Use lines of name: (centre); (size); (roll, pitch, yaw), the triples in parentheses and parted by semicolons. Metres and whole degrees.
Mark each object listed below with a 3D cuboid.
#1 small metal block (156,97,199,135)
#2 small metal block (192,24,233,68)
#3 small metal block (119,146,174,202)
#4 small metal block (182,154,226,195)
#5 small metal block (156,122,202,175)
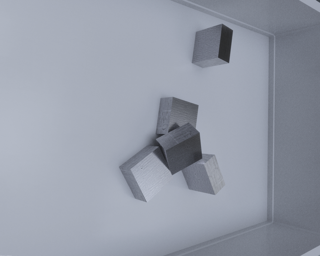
small metal block: (0.024, -0.012, 0.429); (0.050, 0.025, 0.050); (13, 82, -40)
small metal block: (0.077, -0.120, 0.457); (0.025, 0.050, 0.050); (14, 81, -40)
small metal block: (-0.017, 0.057, 0.395); (0.050, 0.025, 0.050); (-37, 113, -34)
small metal block: (0.059, 0.064, 0.443); (0.025, 0.050, 0.050); (-35, 112, -35)
small metal block: (0.026, 0.028, 0.409); (0.050, 0.025, 0.050); (-27, 134, -16)
